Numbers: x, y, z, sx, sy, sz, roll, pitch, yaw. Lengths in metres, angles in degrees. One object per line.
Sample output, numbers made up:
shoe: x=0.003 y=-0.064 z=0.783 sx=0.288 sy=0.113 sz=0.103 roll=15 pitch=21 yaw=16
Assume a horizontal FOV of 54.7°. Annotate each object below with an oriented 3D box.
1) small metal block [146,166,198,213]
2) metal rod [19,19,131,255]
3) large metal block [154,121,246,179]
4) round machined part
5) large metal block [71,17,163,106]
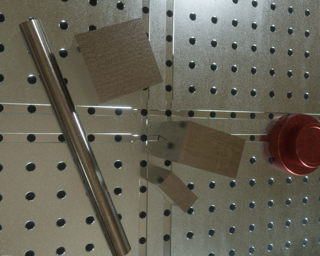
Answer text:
small metal block: x=0.015 y=0.079 z=0.405 sx=0.050 sy=0.050 sz=0.025 roll=47 pitch=76 yaw=-14
metal rod: x=-0.099 y=0.019 z=0.375 sx=0.025 sy=0.025 sz=0.298 roll=-22 pitch=98 yaw=-19
large metal block: x=0.049 y=0.026 z=0.401 sx=0.081 sy=0.080 sz=0.050 roll=17 pitch=84 yaw=-19
round machined part: x=0.226 y=0.026 z=0.487 sx=0.099 sy=0.042 sz=0.097 roll=0 pitch=90 yaw=-20
large metal block: x=-0.053 y=-0.079 z=0.380 sx=0.081 sy=0.050 sz=0.080 roll=-22 pitch=98 yaw=-19
